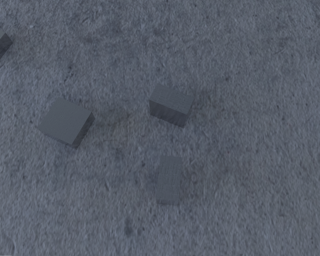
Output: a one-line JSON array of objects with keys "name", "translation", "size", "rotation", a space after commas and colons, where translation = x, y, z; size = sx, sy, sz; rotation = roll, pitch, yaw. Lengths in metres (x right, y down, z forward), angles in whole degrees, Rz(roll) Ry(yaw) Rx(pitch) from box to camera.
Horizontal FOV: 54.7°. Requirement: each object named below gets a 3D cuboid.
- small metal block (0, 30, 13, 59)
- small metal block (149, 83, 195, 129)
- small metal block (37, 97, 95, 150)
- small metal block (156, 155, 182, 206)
[{"name": "small metal block", "translation": [-0.254, -0.122, 0.449], "size": [0.050, 0.025, 0.050], "rotation": [25, 72, 8]}, {"name": "small metal block", "translation": [0.015, -0.028, 0.405], "size": [0.050, 0.050, 0.025], "rotation": [23, 72, 7]}, {"name": "small metal block", "translation": [-0.122, -0.006, 0.409], "size": [0.050, 0.025, 0.050], "rotation": [24, 72, 8]}, {"name": "small metal block", "translation": [0.010, 0.064, 0.372], "size": [0.025, 0.050, 0.050], "rotation": [6, 70, 2]}]
